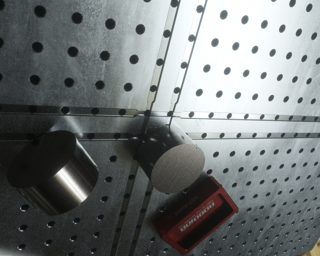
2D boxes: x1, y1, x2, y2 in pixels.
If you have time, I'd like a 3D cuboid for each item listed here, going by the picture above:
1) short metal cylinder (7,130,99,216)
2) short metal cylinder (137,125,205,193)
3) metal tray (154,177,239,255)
[{"bbox_3d":[-0.116,0.048,0.342,0.080,0.080,0.050,-31,129,-8],"label":"short metal cylinder"},{"bbox_3d":[0.015,0.043,0.430,0.081,0.050,0.079,-14,124,-21],"label":"short metal cylinder"},{"bbox_3d":[0.066,0.155,0.539,0.130,0.030,0.090,-40,130,-2],"label":"metal tray"}]
